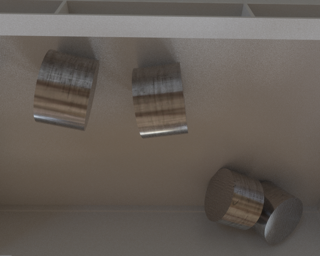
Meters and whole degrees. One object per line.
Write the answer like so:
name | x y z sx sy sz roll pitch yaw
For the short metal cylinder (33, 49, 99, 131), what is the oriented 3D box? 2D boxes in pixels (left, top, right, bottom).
short metal cylinder | -0.099 -0.040 0.338 0.050 0.080 0.079 12 129 -10

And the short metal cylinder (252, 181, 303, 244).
short metal cylinder | 0.173 0.131 0.482 0.081 0.050 0.079 -12 115 -27

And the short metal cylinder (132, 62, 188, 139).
short metal cylinder | 0.002 -0.030 0.347 0.050 0.080 0.080 -7 130 5

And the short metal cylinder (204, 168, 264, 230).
short metal cylinder | 0.109 0.106 0.464 0.050 0.080 0.079 20 127 -15
